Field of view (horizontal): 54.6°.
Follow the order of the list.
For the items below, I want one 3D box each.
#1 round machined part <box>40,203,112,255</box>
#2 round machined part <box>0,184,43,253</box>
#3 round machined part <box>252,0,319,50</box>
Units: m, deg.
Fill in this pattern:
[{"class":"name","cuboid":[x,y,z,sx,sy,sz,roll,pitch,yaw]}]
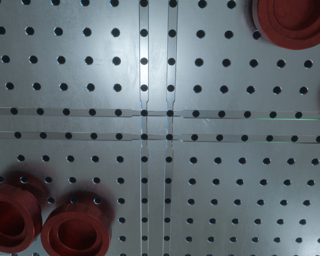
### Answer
[{"class":"round machined part","cuboid":[-0.120,0.151,0.459,0.099,0.042,0.097,0,110,0]},{"class":"round machined part","cuboid":[-0.211,0.124,0.441,0.098,0.042,0.097,3,107,11]},{"class":"round machined part","cuboid":[0.154,-0.141,0.354,0.099,0.042,0.097,0,110,0]}]
